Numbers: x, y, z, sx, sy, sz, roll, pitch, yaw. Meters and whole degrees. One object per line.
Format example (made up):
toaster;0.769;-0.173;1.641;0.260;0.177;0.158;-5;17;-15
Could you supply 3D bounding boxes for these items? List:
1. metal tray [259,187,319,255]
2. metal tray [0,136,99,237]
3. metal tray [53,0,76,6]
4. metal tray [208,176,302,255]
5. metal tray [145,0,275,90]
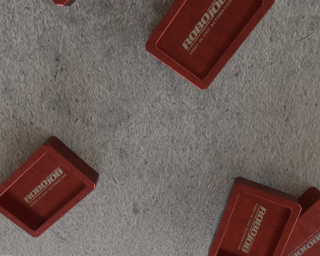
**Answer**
metal tray;0.220;0.162;0.469;0.090;0.030;0.130;36;106;-13
metal tray;-0.163;0.085;0.436;0.130;0.030;0.090;-41;105;13
metal tray;-0.091;-0.208;0.329;0.130;0.030;0.090;-39;106;13
metal tray;0.131;0.145;0.441;0.090;0.030;0.129;19;103;9
metal tray;0.055;-0.122;0.362;0.090;0.030;0.129;34;106;-12
